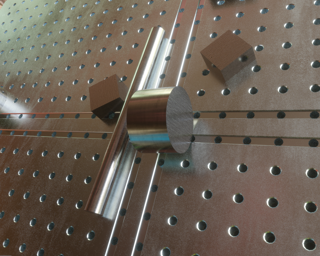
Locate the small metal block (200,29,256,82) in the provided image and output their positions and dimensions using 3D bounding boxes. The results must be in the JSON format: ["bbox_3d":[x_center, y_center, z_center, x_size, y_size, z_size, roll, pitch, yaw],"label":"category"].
[{"bbox_3d":[0.092,-0.099,0.421,0.050,0.025,0.050,-38,51,3],"label":"small metal block"}]

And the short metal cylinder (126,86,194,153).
[{"bbox_3d":[0.003,-0.009,0.377,0.050,0.080,0.080,-2,61,27],"label":"short metal cylinder"}]

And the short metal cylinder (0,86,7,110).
[{"bbox_3d":[-0.356,-0.060,0.617,0.080,0.050,0.080,-13,56,21],"label":"short metal cylinder"}]

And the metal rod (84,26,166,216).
[{"bbox_3d":[-0.043,-0.025,0.446,0.025,0.025,0.300,3,63,29],"label":"metal rod"}]

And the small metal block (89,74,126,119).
[{"bbox_3d":[-0.081,-0.049,0.481,0.050,0.025,0.050,-24,53,13],"label":"small metal block"}]
